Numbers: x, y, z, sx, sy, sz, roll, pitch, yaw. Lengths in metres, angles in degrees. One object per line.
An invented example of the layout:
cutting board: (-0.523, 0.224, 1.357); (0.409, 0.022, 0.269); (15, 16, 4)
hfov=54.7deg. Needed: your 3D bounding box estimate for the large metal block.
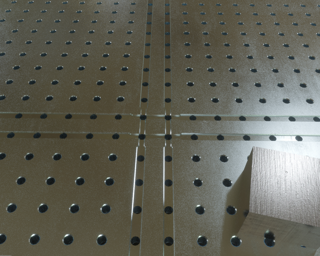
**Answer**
large metal block: (0.133, 0.073, 0.332); (0.080, 0.050, 0.080); (11, 51, 8)
